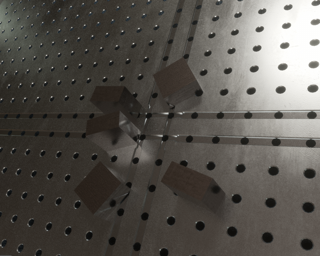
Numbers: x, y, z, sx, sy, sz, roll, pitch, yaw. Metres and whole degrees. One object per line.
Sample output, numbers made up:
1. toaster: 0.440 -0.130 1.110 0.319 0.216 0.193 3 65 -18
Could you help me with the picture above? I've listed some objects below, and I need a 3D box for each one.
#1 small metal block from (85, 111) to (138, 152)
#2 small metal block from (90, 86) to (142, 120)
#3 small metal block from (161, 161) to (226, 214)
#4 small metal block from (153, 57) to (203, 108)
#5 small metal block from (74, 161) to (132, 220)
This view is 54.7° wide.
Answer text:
1. small metal block: -0.064 0.006 0.421 0.050 0.050 0.025 -15 56 19
2. small metal block: -0.063 -0.036 0.445 0.050 0.050 0.025 4 64 30
3. small metal block: 0.036 0.064 0.333 0.050 0.050 0.025 20 72 35
4. small metal block: 0.024 -0.064 0.434 0.050 0.025 0.050 -29 52 9
5. small metal block: -0.074 0.079 0.397 0.050 0.025 0.050 -49 52 -6
